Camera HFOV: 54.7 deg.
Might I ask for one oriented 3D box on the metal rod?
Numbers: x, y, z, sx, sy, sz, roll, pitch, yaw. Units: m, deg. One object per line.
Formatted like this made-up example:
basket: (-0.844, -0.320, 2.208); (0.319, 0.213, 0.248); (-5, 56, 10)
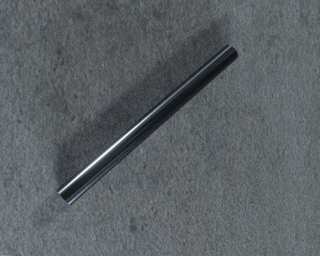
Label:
metal rod: (-0.005, -0.013, 0.407); (0.301, 0.025, 0.025); (-42, 104, -16)
